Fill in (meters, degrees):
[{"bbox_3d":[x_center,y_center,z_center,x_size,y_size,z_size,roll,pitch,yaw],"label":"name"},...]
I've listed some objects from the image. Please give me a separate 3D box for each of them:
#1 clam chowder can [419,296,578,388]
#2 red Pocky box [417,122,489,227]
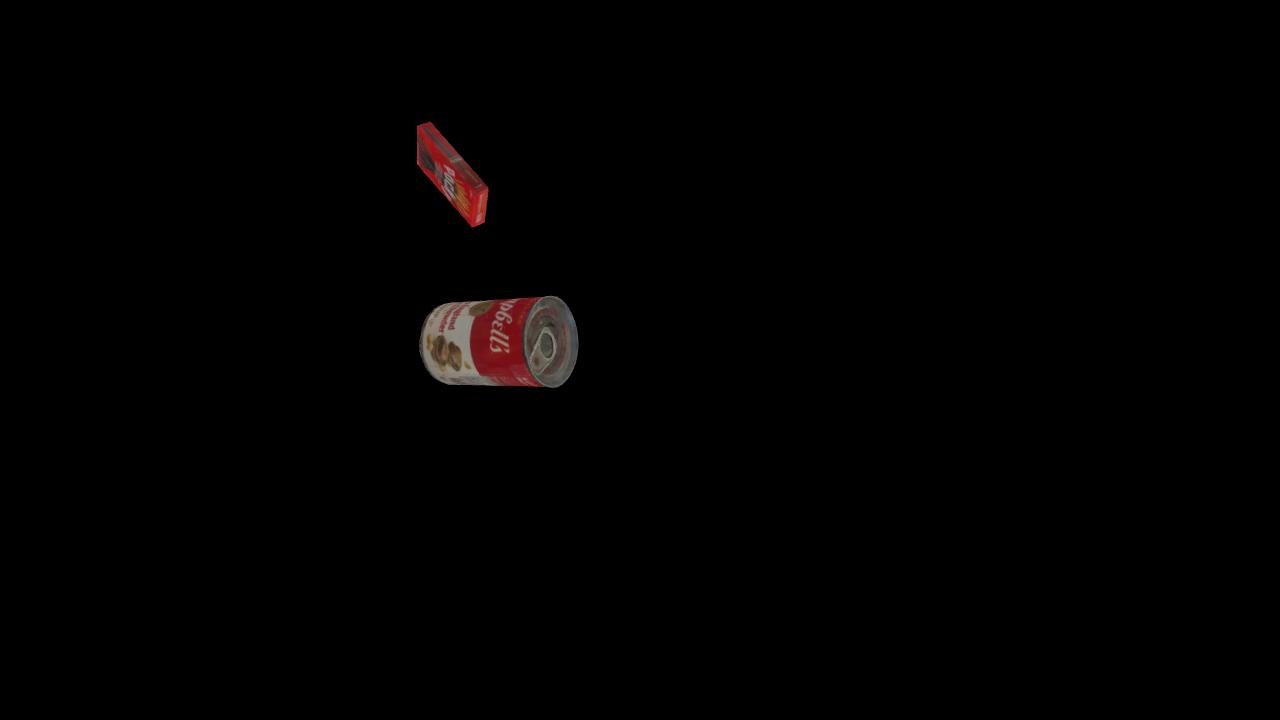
[{"bbox_3d":[-0.108,-0.013,0.471,0.102,0.068,0.068,-1,0,27],"label":"clam chowder can"},{"bbox_3d":[-0.296,-0.290,0.963,0.028,0.155,0.083,-34,-14,-32],"label":"red Pocky box"}]
